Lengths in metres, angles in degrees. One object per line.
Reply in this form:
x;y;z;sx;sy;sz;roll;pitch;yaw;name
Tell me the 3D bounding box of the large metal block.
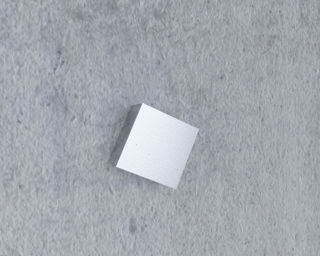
-0.009;0.023;0.393;0.080;0.050;0.080;24;82;-19;large metal block
